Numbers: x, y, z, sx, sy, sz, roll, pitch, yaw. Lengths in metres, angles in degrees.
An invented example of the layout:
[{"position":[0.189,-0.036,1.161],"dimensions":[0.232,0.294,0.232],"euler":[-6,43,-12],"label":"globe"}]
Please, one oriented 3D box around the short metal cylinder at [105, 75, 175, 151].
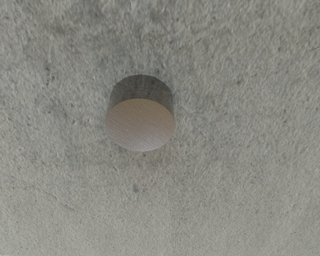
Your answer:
[{"position":[-0.023,-0.017,0.376],"dimensions":[0.081,0.050,0.079],"euler":[0,130,0],"label":"short metal cylinder"}]
